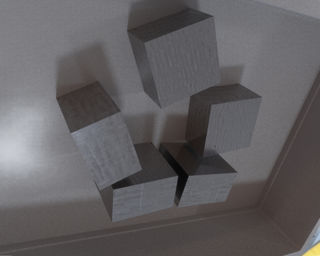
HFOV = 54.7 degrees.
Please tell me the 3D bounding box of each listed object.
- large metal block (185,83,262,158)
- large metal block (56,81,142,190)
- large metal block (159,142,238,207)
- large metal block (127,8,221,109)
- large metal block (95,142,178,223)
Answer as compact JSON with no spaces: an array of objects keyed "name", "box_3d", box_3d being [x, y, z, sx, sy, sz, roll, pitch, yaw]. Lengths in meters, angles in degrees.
[{"name":"large metal block","box_3d":[0.086,-0.012,0.434,0.081,0.050,0.079,-10,123,-24]},{"name":"large metal block","box_3d":[-0.067,0.006,0.341,0.050,0.080,0.080,-25,128,-13]},{"name":"large metal block","box_3d":[0.047,0.062,0.439,0.081,0.080,0.050,1,118,-30]},{"name":"large metal block","box_3d":[0.018,-0.081,0.354,0.081,0.050,0.080,-25,128,-13]},{"name":"large metal block","box_3d":[-0.034,0.065,0.396,0.081,0.080,0.050,-8,122,-25]}]
